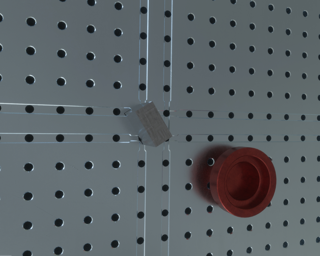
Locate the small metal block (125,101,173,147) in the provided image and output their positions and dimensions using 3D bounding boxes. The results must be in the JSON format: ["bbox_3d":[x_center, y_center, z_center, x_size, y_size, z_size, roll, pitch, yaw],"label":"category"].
[{"bbox_3d":[-0.016,-0.005,0.395,0.025,0.050,0.050,-33,101,-17],"label":"small metal block"}]

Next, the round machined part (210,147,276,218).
[{"bbox_3d":[0.115,0.075,0.448,0.099,0.042,0.097,0,90,-21],"label":"round machined part"}]
